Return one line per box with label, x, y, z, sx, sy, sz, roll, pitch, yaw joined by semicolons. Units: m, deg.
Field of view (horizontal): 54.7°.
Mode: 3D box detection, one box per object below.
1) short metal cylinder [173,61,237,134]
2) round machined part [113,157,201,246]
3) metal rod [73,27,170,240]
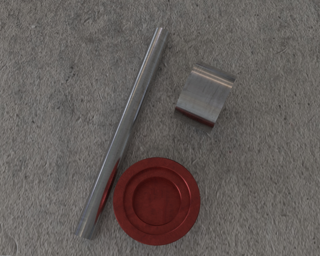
short metal cylinder;0.057;-0.038;0.393;0.050;0.080;0.080;25;72;9
round machined part;-0.003;0.087;0.367;0.099;0.042;0.098;0;70;0
metal rod;-0.043;-0.007;0.410;0.025;0.025;0.299;17;71;6
